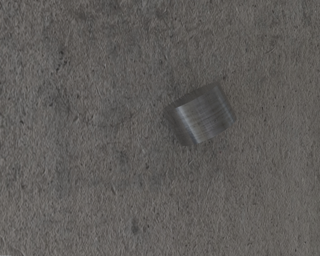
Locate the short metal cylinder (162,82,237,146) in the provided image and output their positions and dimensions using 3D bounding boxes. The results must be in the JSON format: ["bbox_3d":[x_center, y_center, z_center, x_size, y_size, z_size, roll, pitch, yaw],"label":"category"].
[{"bbox_3d":[0.050,-0.019,0.398,0.080,0.080,0.050,-31,101,-17],"label":"short metal cylinder"}]
